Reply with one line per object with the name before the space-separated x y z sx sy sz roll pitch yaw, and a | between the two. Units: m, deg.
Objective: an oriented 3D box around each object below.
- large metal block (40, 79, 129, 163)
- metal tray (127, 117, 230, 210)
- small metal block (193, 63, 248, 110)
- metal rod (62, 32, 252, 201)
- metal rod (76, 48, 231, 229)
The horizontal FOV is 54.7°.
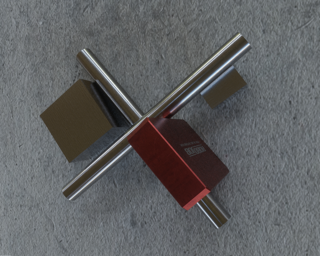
large metal block | -0.104 -0.009 0.431 0.080 0.050 0.080 -38 78 15
metal tray | 0.027 0.032 0.343 0.030 0.130 0.090 -44 76 15
small metal block | 0.073 -0.057 0.384 0.050 0.025 0.050 -37 79 16
metal rod | -0.014 -0.005 0.387 0.299 0.025 0.025 -41 78 15
metal rod | -0.016 0.005 0.415 0.025 0.025 0.300 -44 77 14
